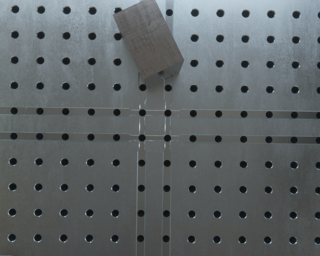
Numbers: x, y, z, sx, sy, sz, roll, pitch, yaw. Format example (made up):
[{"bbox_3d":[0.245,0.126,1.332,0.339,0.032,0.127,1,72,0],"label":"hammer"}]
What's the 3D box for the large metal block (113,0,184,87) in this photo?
[{"bbox_3d":[-0.013,-0.101,0.386,0.050,0.080,0.080,-26,90,0],"label":"large metal block"}]
